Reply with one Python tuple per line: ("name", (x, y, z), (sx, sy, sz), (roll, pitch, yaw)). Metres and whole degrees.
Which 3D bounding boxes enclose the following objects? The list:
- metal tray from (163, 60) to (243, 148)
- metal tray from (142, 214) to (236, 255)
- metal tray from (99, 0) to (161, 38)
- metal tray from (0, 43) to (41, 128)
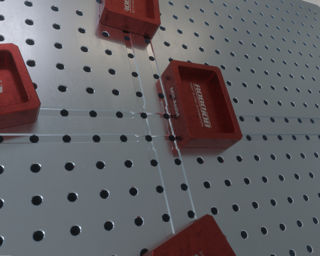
("metal tray", (0.061, -0.036, 0.458), (0.091, 0.030, 0.130), (3, 61, -27))
("metal tray", (0.050, 0.171, 0.327), (0.091, 0.030, 0.130), (-21, 73, -36))
("metal tray", (-0.050, -0.215, 0.508), (0.091, 0.030, 0.130), (9, 58, -23))
("metal tray", (-0.204, -0.039, 0.318), (0.131, 0.030, 0.090), (-16, 70, -34))
